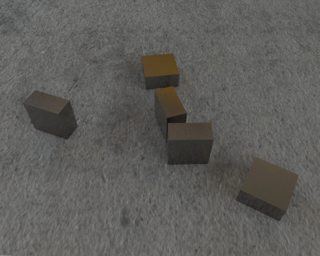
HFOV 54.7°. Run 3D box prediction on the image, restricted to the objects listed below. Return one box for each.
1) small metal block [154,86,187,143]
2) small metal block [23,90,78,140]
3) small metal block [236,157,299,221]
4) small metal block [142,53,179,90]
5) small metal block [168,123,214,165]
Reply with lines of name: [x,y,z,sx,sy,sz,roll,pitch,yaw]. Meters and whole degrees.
small metal block: [0.012,-0.017,0.402,0.025,0.050,0.050,-14,52,-12]
small metal block: [-0.139,-0.016,0.399,0.050,0.050,0.025,17,52,13]
small metal block: [0.120,0.067,0.348,0.050,0.025,0.050,24,54,18]
small metal block: [0.000,-0.088,0.477,0.050,0.025,0.050,-6,50,-6]
small metal block: [0.034,0.019,0.371,0.050,0.050,0.025,-1,50,-1]
